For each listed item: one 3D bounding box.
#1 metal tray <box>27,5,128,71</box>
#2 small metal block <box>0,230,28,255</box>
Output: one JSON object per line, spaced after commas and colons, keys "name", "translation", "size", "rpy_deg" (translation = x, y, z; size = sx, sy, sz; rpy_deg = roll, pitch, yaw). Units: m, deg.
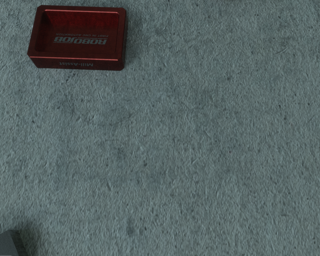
{"name": "metal tray", "translation": [-0.116, -0.132, 0.452], "size": [0.131, 0.030, 0.090], "rpy_deg": [2, 70, 0]}
{"name": "small metal block", "translation": [-0.181, 0.151, 0.351], "size": [0.050, 0.025, 0.050], "rpy_deg": [-28, 73, -10]}
